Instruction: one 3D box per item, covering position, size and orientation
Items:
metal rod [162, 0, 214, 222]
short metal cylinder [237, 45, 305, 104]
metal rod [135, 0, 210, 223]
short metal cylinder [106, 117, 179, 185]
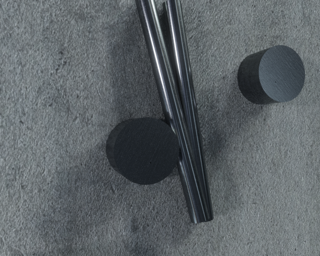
[{"bbox_3d":[0.039,-0.020,0.423,0.025,0.025,0.298,-10,94,-20],"label":"metal rod"},{"bbox_3d":[0.163,-0.076,0.456,0.081,0.050,0.079,0,90,-20],"label":"short metal cylinder"},{"bbox_3d":[0.016,-0.025,0.404,0.025,0.025,0.298,-15,91,-20],"label":"metal rod"},{"bbox_3d":[-0.023,0.027,0.387,0.081,0.050,0.079,0,90,-20],"label":"short metal cylinder"}]
